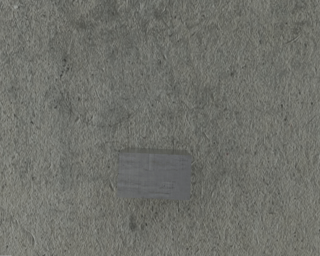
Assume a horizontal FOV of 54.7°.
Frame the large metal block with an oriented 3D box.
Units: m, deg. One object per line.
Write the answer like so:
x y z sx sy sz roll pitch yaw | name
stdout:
-0.006 0.053 0.383 0.081 0.080 0.050 3 90 0 | large metal block
